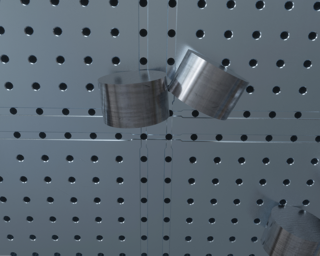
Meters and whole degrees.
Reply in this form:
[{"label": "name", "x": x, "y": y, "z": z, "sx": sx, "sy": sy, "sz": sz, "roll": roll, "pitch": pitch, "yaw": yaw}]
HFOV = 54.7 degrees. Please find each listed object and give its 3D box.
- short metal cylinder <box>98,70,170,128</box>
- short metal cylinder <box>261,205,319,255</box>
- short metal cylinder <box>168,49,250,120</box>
[{"label": "short metal cylinder", "x": -0.030, "y": -0.037, "z": 0.370, "sx": 0.080, "sy": 0.080, "sz": 0.050, "roll": -4, "pitch": 110, "yaw": 1}, {"label": "short metal cylinder", "x": 0.192, "y": 0.155, "z": 0.443, "sx": 0.081, "sy": 0.080, "sz": 0.050, "roll": 10, "pitch": 110, "yaw": -4}, {"label": "short metal cylinder", "x": 0.057, "y": -0.051, "z": 0.365, "sx": 0.080, "sy": 0.080, "sz": 0.050, "roll": 25, "pitch": 108, "yaw": -9}]
